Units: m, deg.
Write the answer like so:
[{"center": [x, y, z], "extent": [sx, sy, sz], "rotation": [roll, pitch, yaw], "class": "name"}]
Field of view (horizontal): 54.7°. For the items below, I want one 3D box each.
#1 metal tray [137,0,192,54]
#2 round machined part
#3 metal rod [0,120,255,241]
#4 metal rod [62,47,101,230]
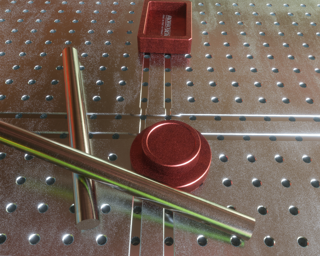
[{"center": [0.011, -0.186, 0.560], "extent": [0.091, 0.030, 0.130], "rotation": [3, 50, 2], "class": "metal tray"}, {"center": [0.013, 0.029, 0.373], "extent": [0.099, 0.042, 0.098], "rotation": [0, 50, 0], "class": "round machined part"}, {"center": [-0.047, 0.053, 0.336], "extent": [0.301, 0.025, 0.025], "rotation": [20, 52, 6], "class": "metal rod"}, {"center": [-0.111, -0.011, 0.415], "extent": [0.025, 0.025, 0.300], "rotation": [-11, 51, -9], "class": "metal rod"}]
